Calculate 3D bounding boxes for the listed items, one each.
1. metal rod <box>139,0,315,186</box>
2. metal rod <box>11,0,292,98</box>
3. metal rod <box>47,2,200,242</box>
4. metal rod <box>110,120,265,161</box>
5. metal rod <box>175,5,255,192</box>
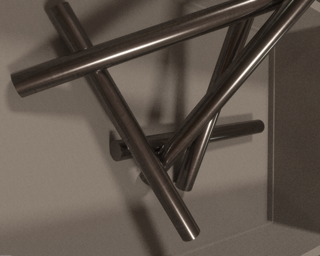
[{"bbox_3d":[0.074,-0.045,0.356,0.025,0.025,0.299,25,112,-38],"label":"metal rod"},{"bbox_3d":[0.002,-0.095,0.319,0.302,0.025,0.025,-21,106,-9],"label":"metal rod"},{"bbox_3d":[-0.034,0.004,0.350,0.025,0.025,0.299,-38,104,-34],"label":"metal rod"},{"bbox_3d":[0.062,0.012,0.461,0.302,0.025,0.025,-7,95,-40],"label":"metal rod"},{"bbox_3d":[0.075,-0.052,0.393,0.025,0.025,0.298,1,114,-40],"label":"metal rod"}]
